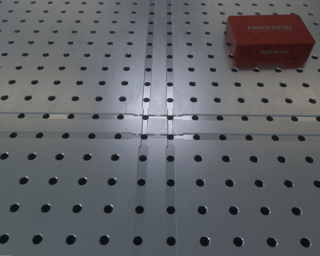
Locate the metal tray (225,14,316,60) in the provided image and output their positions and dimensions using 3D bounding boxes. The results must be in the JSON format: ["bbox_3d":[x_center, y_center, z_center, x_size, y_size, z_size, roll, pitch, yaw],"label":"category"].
[{"bbox_3d":[0.188,-0.160,0.540,0.131,0.030,0.090,-2,50,-2],"label":"metal tray"}]
